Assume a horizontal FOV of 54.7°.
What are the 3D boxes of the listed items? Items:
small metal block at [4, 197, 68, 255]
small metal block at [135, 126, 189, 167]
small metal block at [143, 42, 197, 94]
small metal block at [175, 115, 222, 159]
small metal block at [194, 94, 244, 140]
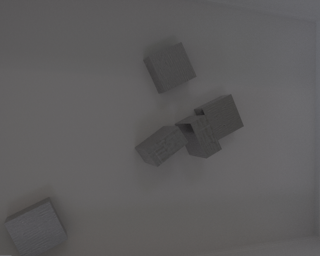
[{"bbox_3d":[-0.142,0.116,0.358,0.050,0.025,0.050,-25,99,-18],"label":"small metal block"},{"bbox_3d":[0.001,0.022,0.397,0.050,0.050,0.025,-37,102,-16],"label":"small metal block"},{"bbox_3d":[0.013,-0.080,0.415,0.050,0.025,0.050,-28,100,-18],"label":"small metal block"},{"bbox_3d":[0.050,0.011,0.416,0.025,0.050,0.050,-29,100,-18],"label":"small metal block"},{"bbox_3d":[0.084,-0.015,0.441,0.050,0.025,0.050,-26,99,-18],"label":"small metal block"}]
